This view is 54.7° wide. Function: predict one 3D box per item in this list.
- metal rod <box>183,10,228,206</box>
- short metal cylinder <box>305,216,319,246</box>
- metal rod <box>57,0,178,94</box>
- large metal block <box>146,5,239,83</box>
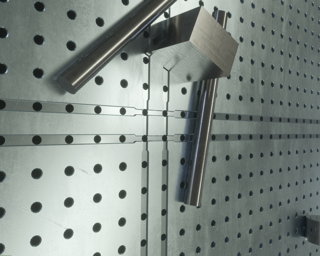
[{"bbox_3d":[0.071,-0.034,0.470,0.025,0.025,0.298,16,80,-39],"label":"metal rod"},{"bbox_3d":[0.367,0.228,0.687,0.081,0.080,0.050,6,86,-40],"label":"short metal cylinder"},{"bbox_3d":[-0.015,-0.148,0.398,0.301,0.025,0.025,-51,120,-28],"label":"metal rod"},{"bbox_3d":[0.043,-0.106,0.411,0.080,0.080,0.050,31,71,-36],"label":"large metal block"}]
